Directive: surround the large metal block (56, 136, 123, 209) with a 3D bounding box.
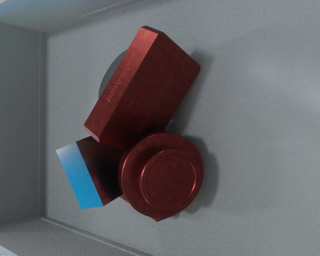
[{"bbox_3d":[-0.071,0.046,0.395,0.050,0.081,0.080,-20,93,44],"label":"large metal block"}]

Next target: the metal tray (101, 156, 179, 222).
[{"bbox_3d":[-0.028,0.055,0.422,0.130,0.030,0.089,22,104,37],"label":"metal tray"}]

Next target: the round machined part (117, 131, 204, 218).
[{"bbox_3d":[0.005,0.054,0.347,0.042,0.099,0.097,-165,79,-69],"label":"round machined part"}]

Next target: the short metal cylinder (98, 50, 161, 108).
[{"bbox_3d":[-0.034,-0.053,0.395,0.080,0.050,0.080,-30,46,37],"label":"short metal cylinder"}]

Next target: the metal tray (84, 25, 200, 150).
[{"bbox_3d":[-0.017,-0.036,0.354,0.030,0.090,0.130,34,95,38],"label":"metal tray"}]
